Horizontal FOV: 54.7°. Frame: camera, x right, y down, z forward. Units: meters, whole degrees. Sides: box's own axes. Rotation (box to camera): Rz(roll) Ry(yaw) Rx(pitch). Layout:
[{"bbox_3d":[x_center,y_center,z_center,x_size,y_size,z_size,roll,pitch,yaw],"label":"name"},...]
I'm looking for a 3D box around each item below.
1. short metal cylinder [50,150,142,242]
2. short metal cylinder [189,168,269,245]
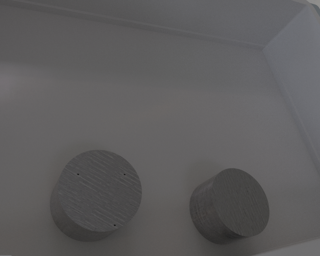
[{"bbox_3d":[-0.065,0.069,0.313,0.081,0.050,0.080,14,56,-21],"label":"short metal cylinder"},{"bbox_3d":[0.083,0.095,0.376,0.081,0.050,0.080,14,56,-21],"label":"short metal cylinder"}]
